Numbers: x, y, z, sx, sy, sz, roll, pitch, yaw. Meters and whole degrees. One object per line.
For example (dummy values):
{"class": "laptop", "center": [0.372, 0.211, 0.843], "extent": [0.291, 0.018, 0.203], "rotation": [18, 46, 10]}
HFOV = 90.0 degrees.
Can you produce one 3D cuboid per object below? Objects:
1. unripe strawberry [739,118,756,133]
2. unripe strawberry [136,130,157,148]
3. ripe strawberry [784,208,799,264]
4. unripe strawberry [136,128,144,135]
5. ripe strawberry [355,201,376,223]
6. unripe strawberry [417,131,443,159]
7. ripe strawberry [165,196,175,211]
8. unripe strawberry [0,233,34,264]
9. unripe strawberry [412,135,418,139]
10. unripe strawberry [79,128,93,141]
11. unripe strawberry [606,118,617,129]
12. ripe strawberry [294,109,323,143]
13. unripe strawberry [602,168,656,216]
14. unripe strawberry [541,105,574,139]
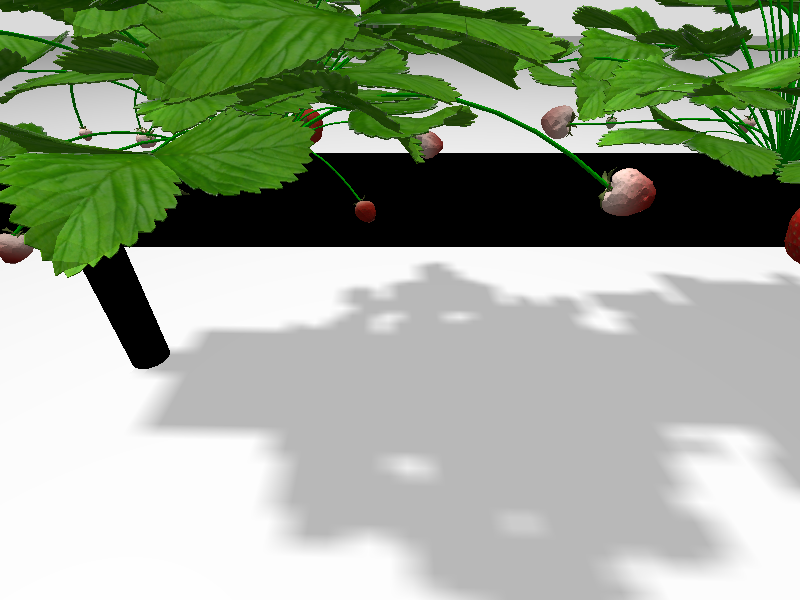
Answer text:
{"class": "unripe strawberry", "center": [0.407, -0.205, 0.470], "extent": [0.015, 0.016, 0.017], "rotation": [16, 38, 22]}
{"class": "unripe strawberry", "center": [-0.263, -0.165, 0.414], "extent": [0.019, 0.017, 0.019], "rotation": [-25, 13, 43]}
{"class": "ripe strawberry", "center": [0.225, -0.032, 0.204], "extent": [0.041, 0.043, 0.044], "rotation": [20, 40, 26]}
{"class": "unripe strawberry", "center": [-0.269, -0.173, 0.419], "extent": [0.011, 0.011, 0.011], "rotation": [20, 39, 26]}
{"class": "ripe strawberry", "center": [-0.022, -0.058, 0.264], "extent": [0.015, 0.015, 0.013], "rotation": [-29, -2, -35]}
{"class": "unripe strawberry", "center": [0.029, -0.148, 0.381], "extent": [0.025, 0.024, 0.027], "rotation": [-8, 36, -16]}
{"class": "ripe strawberry", "center": [-0.173, -0.074, 0.269], "extent": [0.036, 0.031, 0.036], "rotation": [19, 40, 25]}
{"class": "unripe strawberry", "center": [-0.213, -0.028, 0.221], "extent": [0.016, 0.017, 0.016], "rotation": [19, 6, 25]}
{"class": "unripe strawberry", "center": [0.017, -0.179, 0.439], "extent": [0.009, 0.010, 0.010], "rotation": [35, -15, 39]}
{"class": "unripe strawberry", "center": [-0.329, -0.173, 0.420], "extent": [0.010, 0.012, 0.012], "rotation": [14, 37, 20]}
{"class": "unripe strawberry", "center": [0.242, -0.203, 0.460], "extent": [0.011, 0.011, 0.011], "rotation": [-19, 39, -25]}
{"class": "ripe strawberry", "center": [-0.100, -0.191, 0.437], "extent": [0.034, 0.036, 0.037], "rotation": [6, 35, 8]}
{"class": "unripe strawberry", "center": [0.151, -0.069, 0.264], "extent": [0.030, 0.032, 0.028], "rotation": [21, 38, 8]}
{"class": "unripe strawberry", "center": [0.175, -0.199, 0.447], "extent": [0.033, 0.034, 0.030], "rotation": [25, 42, 32]}
